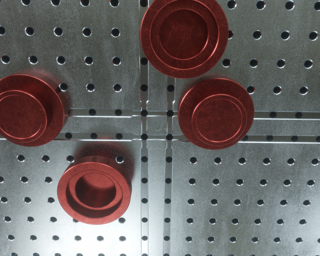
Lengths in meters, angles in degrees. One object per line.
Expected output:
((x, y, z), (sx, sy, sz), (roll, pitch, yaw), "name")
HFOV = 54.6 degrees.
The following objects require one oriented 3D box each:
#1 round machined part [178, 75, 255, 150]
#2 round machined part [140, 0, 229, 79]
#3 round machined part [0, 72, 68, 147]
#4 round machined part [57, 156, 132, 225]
((0.073, -0.016, 0.399), (0.099, 0.042, 0.097), (0, 110, 0), "round machined part")
((0.027, -0.110, 0.364), (0.099, 0.042, 0.097), (0, 110, 0), "round machined part")
((-0.172, -0.020, 0.396), (0.099, 0.042, 0.097), (0, 110, 0), "round machined part")
((-0.088, 0.082, 0.434), (0.099, 0.042, 0.097), (0, 110, 0), "round machined part")
